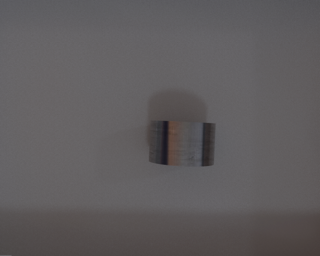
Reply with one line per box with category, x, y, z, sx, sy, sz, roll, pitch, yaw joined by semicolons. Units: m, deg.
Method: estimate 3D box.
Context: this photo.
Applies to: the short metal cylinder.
short metal cylinder;0.027;0.018;0.384;0.081;0.080;0.050;3;90;-1
